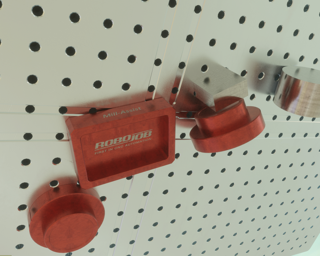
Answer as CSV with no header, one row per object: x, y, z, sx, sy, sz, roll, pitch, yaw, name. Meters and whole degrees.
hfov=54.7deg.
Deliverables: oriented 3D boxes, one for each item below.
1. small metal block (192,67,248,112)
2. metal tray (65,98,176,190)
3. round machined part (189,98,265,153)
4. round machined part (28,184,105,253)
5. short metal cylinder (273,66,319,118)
0.079,-0.052,0.408,0.050,0.050,0.025,-27,127,-12,small metal block
-0.045,0.019,0.396,0.131,0.030,0.089,-14,125,-21,metal tray
0.085,-0.009,0.412,0.099,0.098,0.042,-26,105,-12,round machined part
-0.121,0.126,0.413,0.099,0.042,0.097,-14,124,-21,round machined part
0.217,-0.056,0.462,0.081,0.080,0.050,-7,122,-25,short metal cylinder
